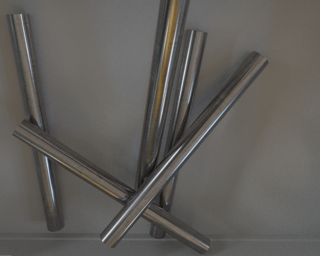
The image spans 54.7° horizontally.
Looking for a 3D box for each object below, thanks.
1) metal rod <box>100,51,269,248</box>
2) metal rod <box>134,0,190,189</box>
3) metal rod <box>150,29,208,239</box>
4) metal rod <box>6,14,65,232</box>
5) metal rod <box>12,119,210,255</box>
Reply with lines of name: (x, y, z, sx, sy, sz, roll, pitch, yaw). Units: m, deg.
metal rod: (0.029, 0.029, 0.389, 0.025, 0.025, 0.299, 39, 93, -13)
metal rod: (-0.005, -0.013, 0.348, 0.025, 0.025, 0.298, 8, 132, -3)
metal rod: (0.021, 0.022, 0.419, 0.025, 0.025, 0.298, 9, 110, -4)
metal rod: (-0.160, 0.007, 0.411, 0.025, 0.025, 0.298, -2, 110, 0)
metal rod: (-0.055, 0.085, 0.413, 0.301, 0.025, 0.025, 36, 106, -13)
